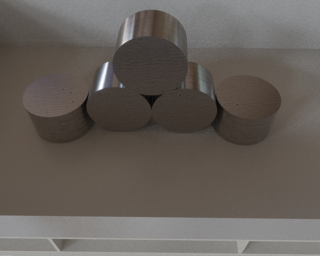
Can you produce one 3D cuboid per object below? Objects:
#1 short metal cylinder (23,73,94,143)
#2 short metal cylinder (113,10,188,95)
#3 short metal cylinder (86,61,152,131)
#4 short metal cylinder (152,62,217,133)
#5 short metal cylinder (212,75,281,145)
[{"bbox_3d":[-0.131,-0.027,0.409,0.080,0.050,0.080,0,50,0],"label":"short metal cylinder"},{"bbox_3d":[-0.010,-0.083,0.347,0.080,0.080,0.050,1,50,1],"label":"short metal cylinder"},{"bbox_3d":[-0.050,-0.040,0.400,0.080,0.080,0.050,1,50,1],"label":"short metal cylinder"},{"bbox_3d":[0.031,-0.038,0.399,0.080,0.080,0.050,1,50,1],"label":"short metal cylinder"},{"bbox_3d":[0.111,-0.025,0.408,0.080,0.050,0.080,0,50,0],"label":"short metal cylinder"}]
